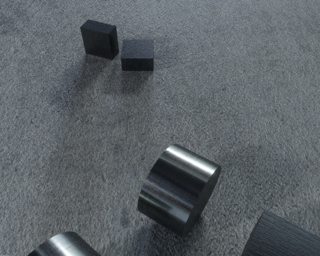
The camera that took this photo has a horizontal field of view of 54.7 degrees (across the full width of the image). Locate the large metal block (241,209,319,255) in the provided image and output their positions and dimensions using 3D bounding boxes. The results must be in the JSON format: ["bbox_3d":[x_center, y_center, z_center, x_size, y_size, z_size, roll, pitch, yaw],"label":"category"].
[{"bbox_3d":[0.112,0.134,0.276,0.080,0.050,0.080,26,54,20],"label":"large metal block"}]

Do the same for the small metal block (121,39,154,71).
[{"bbox_3d":[-0.035,-0.119,0.502,0.050,0.025,0.050,0,50,-1],"label":"small metal block"}]

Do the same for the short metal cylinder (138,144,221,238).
[{"bbox_3d":[0.021,0.063,0.315,0.050,0.080,0.080,27,55,20],"label":"short metal cylinder"}]

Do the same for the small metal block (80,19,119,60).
[{"bbox_3d":[-0.097,-0.144,0.507,0.050,0.050,0.025,17,52,13],"label":"small metal block"}]

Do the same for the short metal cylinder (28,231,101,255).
[{"bbox_3d":[-0.081,0.134,0.254,0.050,0.080,0.080,32,57,24],"label":"short metal cylinder"}]
